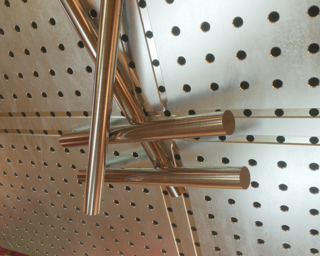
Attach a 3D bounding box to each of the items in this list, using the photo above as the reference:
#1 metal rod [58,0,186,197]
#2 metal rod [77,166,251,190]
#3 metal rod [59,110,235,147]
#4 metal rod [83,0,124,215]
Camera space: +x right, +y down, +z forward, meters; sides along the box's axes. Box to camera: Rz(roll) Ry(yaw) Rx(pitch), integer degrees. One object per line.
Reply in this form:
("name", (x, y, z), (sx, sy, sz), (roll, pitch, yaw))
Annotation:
("metal rod", (-0.042, -0.033, 0.413), (0.025, 0.025, 0.299), (-17, 110, 35))
("metal rod", (-0.020, 0.067, 0.433), (0.300, 0.025, 0.025), (-7, 115, 41))
("metal rod", (-0.043, 0.007, 0.405), (0.299, 0.025, 0.025), (-6, 116, 42))
("metal rod", (-0.073, -0.022, 0.391), (0.025, 0.025, 0.298), (16, 111, 19))
